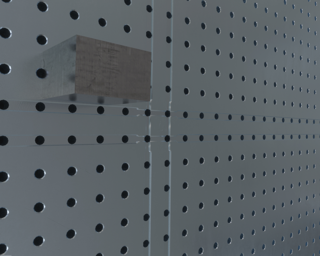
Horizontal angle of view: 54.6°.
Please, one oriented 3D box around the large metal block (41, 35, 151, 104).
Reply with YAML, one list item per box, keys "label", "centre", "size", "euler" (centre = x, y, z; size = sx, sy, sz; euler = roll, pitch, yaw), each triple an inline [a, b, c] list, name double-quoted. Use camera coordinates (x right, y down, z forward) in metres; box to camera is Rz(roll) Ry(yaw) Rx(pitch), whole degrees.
- label: "large metal block"
  centre: [-0.066, -0.053, 0.317]
  size: [0.081, 0.080, 0.050]
  euler: [2, 89, -40]
